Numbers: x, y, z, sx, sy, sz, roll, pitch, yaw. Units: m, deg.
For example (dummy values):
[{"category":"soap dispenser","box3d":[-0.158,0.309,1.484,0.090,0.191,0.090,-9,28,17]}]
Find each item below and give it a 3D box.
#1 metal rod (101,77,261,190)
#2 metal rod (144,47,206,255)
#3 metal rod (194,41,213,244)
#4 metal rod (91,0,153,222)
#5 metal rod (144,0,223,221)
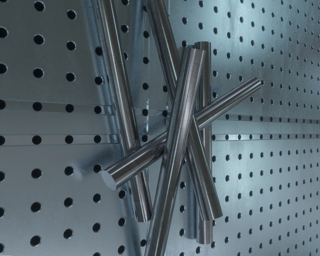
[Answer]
[{"category":"metal rod","box3d":[0.050,-0.008,0.419,0.302,0.025,0.025,-31,110,-36]},{"category":"metal rod","box3d":[0.011,0.058,0.365,0.025,0.025,0.298,-2,109,-40]},{"category":"metal rod","box3d":[0.066,0.022,0.466,0.025,0.025,0.298,-1,91,-40]},{"category":"metal rod","box3d":[-0.045,-0.031,0.372,0.025,0.025,0.298,-17,101,-39]},{"category":"metal rod","box3d":[0.024,-0.039,0.380,0.025,0.025,0.299,-7,79,-40]}]
